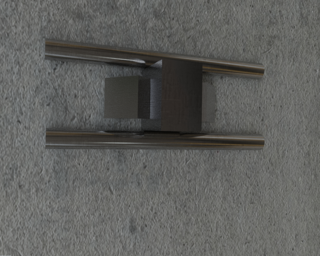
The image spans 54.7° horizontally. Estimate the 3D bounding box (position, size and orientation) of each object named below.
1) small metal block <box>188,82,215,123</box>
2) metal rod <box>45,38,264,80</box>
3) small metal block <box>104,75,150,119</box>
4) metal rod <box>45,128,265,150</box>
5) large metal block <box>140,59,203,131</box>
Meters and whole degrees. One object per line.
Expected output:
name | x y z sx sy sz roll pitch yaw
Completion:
small metal block | 0.057 -0.033 0.418 0.025 0.050 0.050 0 89 21
metal rod | 0.008 -0.089 0.414 0.303 0.025 0.025 1 90 -21
small metal block | -0.041 -0.036 0.381 0.025 0.050 0.050 1 90 -60
metal rod | 0.008 0.017 0.414 0.303 0.025 0.025 2 90 -21
large metal block | 0.011 -0.036 0.388 0.050 0.080 0.079 1 90 -20
